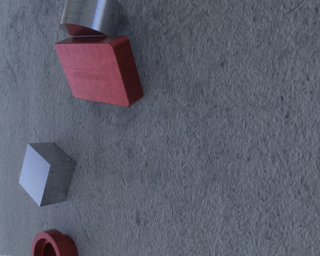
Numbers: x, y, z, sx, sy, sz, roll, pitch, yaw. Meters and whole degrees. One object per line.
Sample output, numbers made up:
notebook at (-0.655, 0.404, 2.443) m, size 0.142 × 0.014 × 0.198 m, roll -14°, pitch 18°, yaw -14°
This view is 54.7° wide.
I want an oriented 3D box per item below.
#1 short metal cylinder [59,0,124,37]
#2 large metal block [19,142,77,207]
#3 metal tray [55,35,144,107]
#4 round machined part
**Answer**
short metal cylinder at (-0.097, -0.156, 0.442) m, size 0.080 × 0.080 × 0.050 m, roll 12°, pitch 88°, yaw 39°
large metal block at (-0.201, 0.079, 0.551) m, size 0.080 × 0.050 × 0.079 m, roll 30°, pitch 109°, yaw 35°
metal tray at (-0.089, -0.083, 0.446) m, size 0.130 × 0.030 × 0.089 m, roll 12°, pitch 128°, yaw 39°
round machined part at (-0.180, 0.225, 0.539) m, size 0.098 × 0.042 × 0.097 m, roll 0°, pitch 90°, yaw 39°
